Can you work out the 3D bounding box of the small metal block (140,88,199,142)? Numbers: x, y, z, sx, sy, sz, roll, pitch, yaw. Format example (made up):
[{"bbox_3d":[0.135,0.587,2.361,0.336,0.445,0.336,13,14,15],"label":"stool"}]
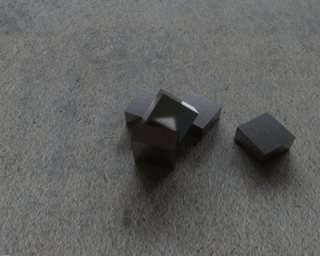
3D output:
[{"bbox_3d":[0.011,-0.012,0.378,0.050,0.050,0.025,29,15,-16],"label":"small metal block"}]

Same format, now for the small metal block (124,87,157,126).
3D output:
[{"bbox_3d":[-0.013,-0.024,0.423,0.050,0.025,0.050,19,52,15],"label":"small metal block"}]

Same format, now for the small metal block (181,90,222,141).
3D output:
[{"bbox_3d":[0.048,-0.018,0.418,0.050,0.025,0.050,29,56,22],"label":"small metal block"}]

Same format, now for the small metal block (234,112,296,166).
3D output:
[{"bbox_3d":[0.132,0.013,0.393,0.050,0.025,0.050,-24,54,-19],"label":"small metal block"}]

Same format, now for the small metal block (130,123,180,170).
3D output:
[{"bbox_3d":[-0.005,0.022,0.366,0.050,0.050,0.025,12,58,10],"label":"small metal block"}]
